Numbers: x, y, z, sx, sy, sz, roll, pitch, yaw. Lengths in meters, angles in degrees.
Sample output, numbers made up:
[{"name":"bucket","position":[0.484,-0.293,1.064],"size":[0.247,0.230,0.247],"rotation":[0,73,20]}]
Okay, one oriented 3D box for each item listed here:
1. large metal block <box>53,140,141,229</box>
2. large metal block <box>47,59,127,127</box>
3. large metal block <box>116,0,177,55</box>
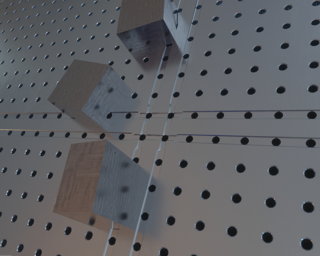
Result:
[{"name":"large metal block","position":[-0.069,0.069,0.365],"size":[0.050,0.080,0.080],"rotation":[-7,59,24]},{"name":"large metal block","position":[-0.113,-0.056,0.484],"size":[0.080,0.050,0.080],"rotation":[16,70,34]},{"name":"large metal block","position":[-0.019,-0.176,0.509],"size":[0.080,0.050,0.080],"rotation":[-10,57,22]}]
